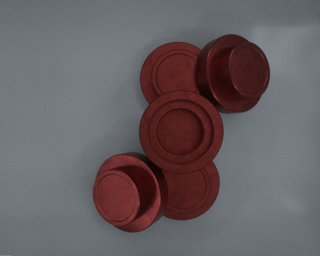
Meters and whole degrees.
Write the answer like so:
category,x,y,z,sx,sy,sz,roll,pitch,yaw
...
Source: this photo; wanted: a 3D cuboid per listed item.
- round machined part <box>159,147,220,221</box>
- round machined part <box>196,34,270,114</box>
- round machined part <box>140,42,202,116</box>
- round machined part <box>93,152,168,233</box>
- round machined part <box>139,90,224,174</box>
category,x,y,z,sx,sy,sz,roll,pitch,yaw
round machined part,0.029,0.072,0.402,0.099,0.042,0.097,0,90,-1
round machined part,0.096,-0.068,0.381,0.099,0.042,0.097,2,87,-31
round machined part,0.023,-0.063,0.401,0.099,0.042,0.097,0,90,-1
round machined part,-0.043,0.081,0.380,0.098,0.042,0.097,2,95,29
round machined part,0.025,0.005,0.380,0.099,0.042,0.097,0,90,-1
